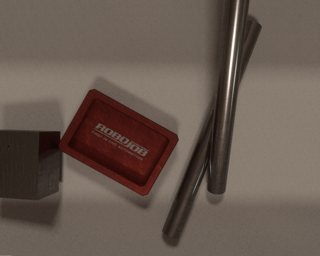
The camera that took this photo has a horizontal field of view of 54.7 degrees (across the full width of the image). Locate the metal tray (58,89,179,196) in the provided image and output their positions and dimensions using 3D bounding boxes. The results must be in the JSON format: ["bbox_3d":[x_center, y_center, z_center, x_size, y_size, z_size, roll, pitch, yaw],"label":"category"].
[{"bbox_3d":[-0.053,0.018,0.408,0.130,0.030,0.090,29,90,-1],"label":"metal tray"}]

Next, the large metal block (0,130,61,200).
[{"bbox_3d":[-0.176,0.043,0.390,0.080,0.050,0.079,2,90,10],"label":"large metal block"}]

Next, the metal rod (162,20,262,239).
[{"bbox_3d":[0.069,0.002,0.412,0.025,0.025,0.299,21,90,-1],"label":"metal rod"}]

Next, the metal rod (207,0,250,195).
[{"bbox_3d":[0.077,-0.053,0.352,0.025,0.025,0.298,1,115,0],"label":"metal rod"}]
